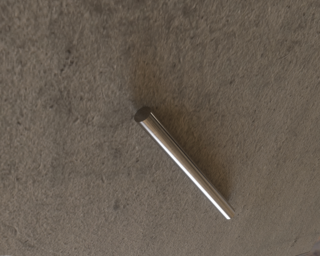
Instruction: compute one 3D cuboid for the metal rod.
[{"bbox_3d":[0.053,0.070,0.481,0.025,0.025,0.300,-41,130,-1],"label":"metal rod"}]
